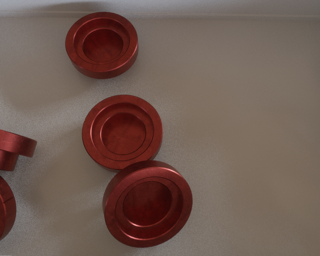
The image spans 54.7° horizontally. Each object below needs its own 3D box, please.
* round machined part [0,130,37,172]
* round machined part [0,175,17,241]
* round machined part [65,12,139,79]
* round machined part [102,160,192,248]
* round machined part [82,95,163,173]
[{"bbox_3d":[-0.200,0.022,0.361,0.099,0.098,0.042,13,79,4],"label":"round machined part"},{"bbox_3d":[-0.210,0.088,0.352,0.099,0.042,0.097,1,97,5],"label":"round machined part"},{"bbox_3d":[-0.079,-0.112,0.441,0.099,0.042,0.098,0,70,-1],"label":"round machined part"},{"bbox_3d":[-0.016,0.082,0.353,0.099,0.042,0.097,-5,107,-16],"label":"round machined part"},{"bbox_3d":[-0.046,0.010,0.396,0.099,0.042,0.098,0,70,-1],"label":"round machined part"}]
